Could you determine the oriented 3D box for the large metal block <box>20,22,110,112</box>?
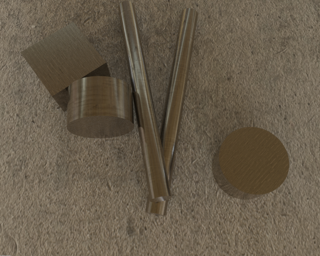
[{"bbox_3d":[-0.125,-0.083,0.424,0.080,0.050,0.080,-36,74,-12],"label":"large metal block"}]

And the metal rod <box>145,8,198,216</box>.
[{"bbox_3d":[0.020,-0.035,0.421,0.025,0.025,0.299,9,70,3],"label":"metal rod"}]

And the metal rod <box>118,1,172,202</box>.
[{"bbox_3d":[-0.025,-0.053,0.412,0.025,0.025,0.299,-10,65,-4],"label":"metal rod"}]

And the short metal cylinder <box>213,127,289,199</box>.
[{"bbox_3d":[0.108,0.044,0.379,0.081,0.050,0.080,0,70,0],"label":"short metal cylinder"}]

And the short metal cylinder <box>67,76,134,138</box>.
[{"bbox_3d":[-0.074,-0.023,0.387,0.081,0.080,0.050,-4,70,-2],"label":"short metal cylinder"}]
